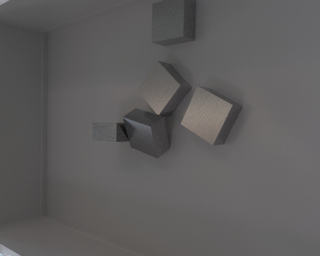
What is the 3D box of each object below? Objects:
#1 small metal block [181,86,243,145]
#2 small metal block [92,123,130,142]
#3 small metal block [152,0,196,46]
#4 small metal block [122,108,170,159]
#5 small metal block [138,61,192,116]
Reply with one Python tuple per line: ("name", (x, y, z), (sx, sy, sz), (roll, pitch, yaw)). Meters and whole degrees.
("small metal block", (0.059, -0.015, 0.358), (0.050, 0.025, 0.050), (35, 112, 34))
("small metal block", (-0.060, 0.005, 0.440), (0.050, 0.050, 0.025), (2, 91, 40))
("small metal block", (0.017, -0.135, 0.393), (0.050, 0.025, 0.050), (2, 91, 40))
("small metal block", (-0.018, 0.006, 0.407), (0.050, 0.025, 0.050), (18, 133, 38))
("small metal block", (0.005, -0.051, 0.403), (0.050, 0.025, 0.050), (52, 120, 27))
